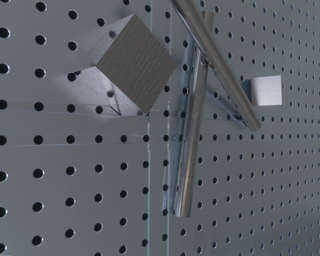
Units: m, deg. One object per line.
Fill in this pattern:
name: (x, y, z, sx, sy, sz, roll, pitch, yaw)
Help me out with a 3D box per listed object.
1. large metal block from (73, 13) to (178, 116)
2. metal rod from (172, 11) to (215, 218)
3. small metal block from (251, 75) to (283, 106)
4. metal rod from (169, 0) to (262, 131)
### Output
large metal block: (-0.037, -0.070, 0.362, 0.080, 0.050, 0.080, 44, 64, -31)
metal rod: (0.050, -0.024, 0.451, 0.025, 0.025, 0.298, 13, 82, -39)
small metal block: (0.190, -0.065, 0.549, 0.025, 0.050, 0.050, -9, 96, -64)
metal rod: (0.091, -0.087, 0.456, 0.300, 0.025, 0.025, 46, 62, -40)
